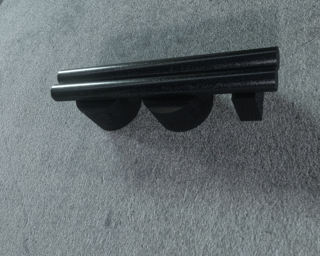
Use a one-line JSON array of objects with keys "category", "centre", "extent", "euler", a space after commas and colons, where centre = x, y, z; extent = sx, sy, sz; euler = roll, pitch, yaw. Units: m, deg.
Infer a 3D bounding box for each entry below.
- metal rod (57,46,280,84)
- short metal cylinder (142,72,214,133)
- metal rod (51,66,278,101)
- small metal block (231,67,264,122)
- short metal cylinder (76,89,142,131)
[{"category": "metal rod", "centre": [-0.011, -0.073, 0.390], "extent": [0.300, 0.025, 0.025], "euler": [0, 62, 28]}, {"category": "short metal cylinder", "centre": [0.023, -0.041, 0.402], "extent": [0.080, 0.050, 0.080], "euler": [-13, 56, 21]}, {"category": "metal rod", "centre": [-0.016, -0.050, 0.379], "extent": [0.300, 0.025, 0.025], "euler": [0, 62, 28]}, {"category": "small metal block", "centre": [0.104, -0.041, 0.361], "extent": [0.025, 0.050, 0.050], "euler": [-1, 61, 27]}, {"category": "short metal cylinder", "centre": [-0.074, -0.042, 0.453], "extent": [0.080, 0.050, 0.080], "euler": [-13, 56, 21]}]
